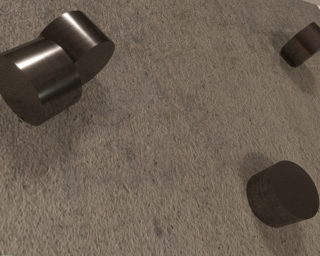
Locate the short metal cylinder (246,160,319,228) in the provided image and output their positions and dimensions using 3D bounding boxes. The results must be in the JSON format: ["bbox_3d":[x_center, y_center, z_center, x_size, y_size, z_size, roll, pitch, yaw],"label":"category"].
[{"bbox_3d":[0.168,0.091,0.425,0.081,0.050,0.080,14,56,-21],"label":"short metal cylinder"}]

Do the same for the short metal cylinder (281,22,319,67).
[{"bbox_3d":[0.300,-0.171,0.638,0.081,0.080,0.050,-30,79,-38],"label":"short metal cylinder"}]

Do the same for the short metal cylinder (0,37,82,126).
[{"bbox_3d":[-0.130,-0.049,0.329,0.080,0.080,0.050,46,51,3],"label":"short metal cylinder"}]

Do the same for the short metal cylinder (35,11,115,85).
[{"bbox_3d":[-0.101,-0.091,0.371,0.050,0.080,0.080,46,51,3],"label":"short metal cylinder"}]
